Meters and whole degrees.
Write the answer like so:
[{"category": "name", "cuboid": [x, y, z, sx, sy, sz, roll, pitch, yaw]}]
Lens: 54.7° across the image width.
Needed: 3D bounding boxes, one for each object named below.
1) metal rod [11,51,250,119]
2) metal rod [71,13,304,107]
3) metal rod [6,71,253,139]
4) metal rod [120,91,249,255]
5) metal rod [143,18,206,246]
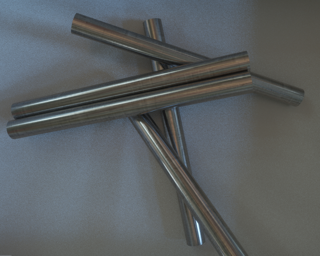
[{"category": "metal rod", "cuboid": [-0.043, -0.049, 0.385, 0.301, 0.025, 0.025, -11, 90, 10]}, {"category": "metal rod", "cuboid": [0.041, -0.083, 0.391, 0.302, 0.025, 0.025, 16, 90, -8]}, {"category": "metal rod", "cuboid": [-0.043, -0.025, 0.376, 0.301, 0.025, 0.025, -11, 90, 9]}, {"category": "metal rod", "cuboid": [0.031, 0.068, 0.353, 0.025, 0.025, 0.299, -35, 66, 0]}, {"category": "metal rod", "cuboid": [0.019, 0.006, 0.411, 0.025, 0.025, 0.298, -11, 90, 0]}]
